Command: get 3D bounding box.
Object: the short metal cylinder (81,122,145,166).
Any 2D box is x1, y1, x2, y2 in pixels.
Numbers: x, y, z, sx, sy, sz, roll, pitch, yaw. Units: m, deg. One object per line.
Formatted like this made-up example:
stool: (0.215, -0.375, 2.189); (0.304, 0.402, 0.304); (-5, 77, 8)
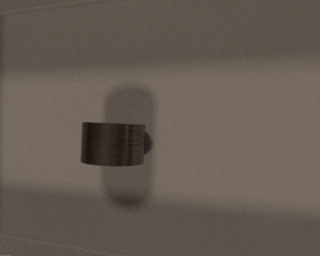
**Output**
short metal cylinder: (-0.060, 0.019, 0.401); (0.080, 0.080, 0.050); (3, 91, 19)
